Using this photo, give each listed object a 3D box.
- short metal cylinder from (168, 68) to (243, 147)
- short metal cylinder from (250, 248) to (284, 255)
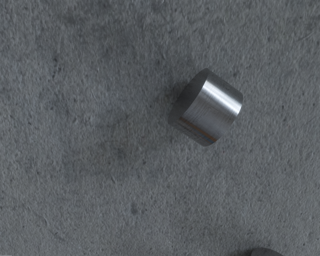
[{"bbox_3d":[0.053,-0.025,0.372,0.050,0.080,0.080,33,106,-12],"label":"short metal cylinder"},{"bbox_3d":[0.166,0.230,0.468,0.080,0.080,0.050,17,109,-7],"label":"short metal cylinder"}]
